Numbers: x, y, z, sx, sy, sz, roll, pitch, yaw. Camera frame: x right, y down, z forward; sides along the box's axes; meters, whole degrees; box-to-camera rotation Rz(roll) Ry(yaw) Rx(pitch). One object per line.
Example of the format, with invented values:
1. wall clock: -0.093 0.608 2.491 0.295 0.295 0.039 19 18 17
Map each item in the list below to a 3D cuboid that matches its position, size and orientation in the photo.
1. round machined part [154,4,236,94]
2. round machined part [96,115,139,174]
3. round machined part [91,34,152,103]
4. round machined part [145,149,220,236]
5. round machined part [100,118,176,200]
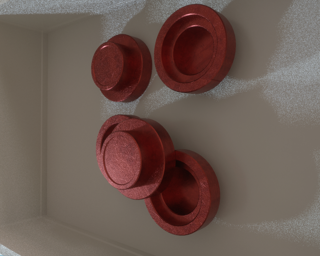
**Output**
1. round machined part: 0.044 -0.088 0.360 0.098 0.042 0.097 0 90 40
2. round machined part: -0.041 0.031 0.430 0.098 0.042 0.097 0 90 40
3. round machined part: -0.062 -0.086 0.447 0.098 0.042 0.097 0 90 40
4. round machined part: 0.029 0.074 0.372 0.098 0.042 0.097 0 90 40
5. round machined part: -0.033 0.037 0.368 0.098 0.042 0.097 0 90 40
